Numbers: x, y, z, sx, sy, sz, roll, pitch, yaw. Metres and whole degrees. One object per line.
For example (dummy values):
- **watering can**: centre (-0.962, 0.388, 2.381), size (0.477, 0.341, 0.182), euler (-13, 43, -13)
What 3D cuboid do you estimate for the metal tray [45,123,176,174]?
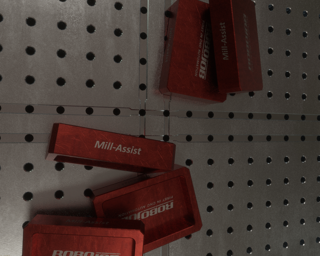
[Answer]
- **metal tray**: centre (-0.059, 0.028, 0.354), size (0.131, 0.090, 0.030), euler (11, 76, -20)

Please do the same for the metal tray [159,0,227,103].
- **metal tray**: centre (0.054, -0.105, 0.431), size (0.091, 0.030, 0.129), euler (9, 87, -20)

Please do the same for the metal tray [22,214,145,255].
- **metal tray**: centre (-0.086, 0.151, 0.354), size (0.131, 0.030, 0.089), euler (4, 94, -3)

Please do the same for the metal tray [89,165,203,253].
- **metal tray**: centre (-0.016, 0.109, 0.405), size (0.131, 0.030, 0.089), euler (-15, 95, -20)

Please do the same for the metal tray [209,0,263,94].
- **metal tray**: centre (0.107, -0.114, 0.427), size (0.091, 0.030, 0.129), euler (-10, 94, -54)
